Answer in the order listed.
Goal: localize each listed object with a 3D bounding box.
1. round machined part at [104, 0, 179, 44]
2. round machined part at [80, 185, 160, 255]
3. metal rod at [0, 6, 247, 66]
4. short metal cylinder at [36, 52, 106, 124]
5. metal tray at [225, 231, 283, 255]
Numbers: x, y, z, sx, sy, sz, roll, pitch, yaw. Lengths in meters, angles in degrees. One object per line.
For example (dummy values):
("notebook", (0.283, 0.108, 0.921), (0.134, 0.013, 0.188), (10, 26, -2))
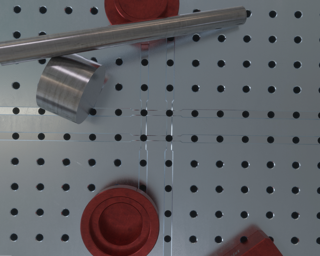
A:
("round machined part", (-0.024, -0.164, 0.405), (0.099, 0.042, 0.097), (0, 90, 0))
("round machined part", (-0.050, 0.122, 0.405), (0.099, 0.042, 0.097), (0, 90, 0))
("metal rod", (-0.031, -0.115, 0.371), (0.302, 0.025, 0.025), (-15, 90, -17))
("short metal cylinder", (-0.108, -0.051, 0.385), (0.050, 0.080, 0.080), (24, 90, 0))
("metal tray", (0.113, 0.213, 0.412), (0.130, 0.030, 0.090), (-36, 90, 0))
